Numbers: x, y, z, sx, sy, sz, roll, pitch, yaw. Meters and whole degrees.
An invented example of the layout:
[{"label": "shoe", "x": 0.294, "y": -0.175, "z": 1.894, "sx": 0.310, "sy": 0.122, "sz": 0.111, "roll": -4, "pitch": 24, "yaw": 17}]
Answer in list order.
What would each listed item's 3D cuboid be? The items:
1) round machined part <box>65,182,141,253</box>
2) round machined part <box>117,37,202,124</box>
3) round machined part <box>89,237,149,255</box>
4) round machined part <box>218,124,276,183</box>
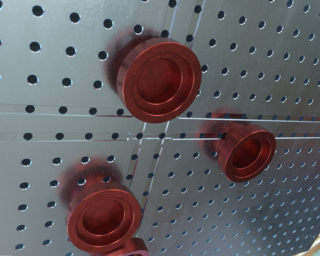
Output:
[{"label": "round machined part", "x": -0.079, "y": 0.117, "z": 0.424, "sx": 0.099, "sy": 0.042, "sz": 0.097, "roll": -9, "pitch": 113, "yaw": -21}, {"label": "round machined part", "x": -0.004, "y": -0.058, "z": 0.364, "sx": 0.099, "sy": 0.042, "sz": 0.097, "roll": -14, "pitch": 125, "yaw": -21}, {"label": "round machined part", "x": -0.070, "y": 0.195, "z": 0.473, "sx": 0.099, "sy": 0.042, "sz": 0.097, "roll": -21, "pitch": 143, "yaw": -16}, {"label": "round machined part", "x": 0.134, "y": 0.037, "z": 0.499, "sx": 0.099, "sy": 0.042, "sz": 0.097, "roll": -14, "pitch": 125, "yaw": -21}]
